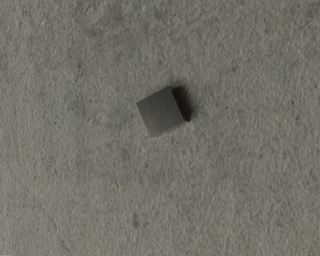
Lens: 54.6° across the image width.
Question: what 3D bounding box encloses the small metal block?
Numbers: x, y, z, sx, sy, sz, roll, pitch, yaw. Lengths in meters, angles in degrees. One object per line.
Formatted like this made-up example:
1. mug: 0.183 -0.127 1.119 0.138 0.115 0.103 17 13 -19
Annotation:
1. small metal block: 0.004 -0.021 0.408 0.050 0.025 0.050 -26 82 18
